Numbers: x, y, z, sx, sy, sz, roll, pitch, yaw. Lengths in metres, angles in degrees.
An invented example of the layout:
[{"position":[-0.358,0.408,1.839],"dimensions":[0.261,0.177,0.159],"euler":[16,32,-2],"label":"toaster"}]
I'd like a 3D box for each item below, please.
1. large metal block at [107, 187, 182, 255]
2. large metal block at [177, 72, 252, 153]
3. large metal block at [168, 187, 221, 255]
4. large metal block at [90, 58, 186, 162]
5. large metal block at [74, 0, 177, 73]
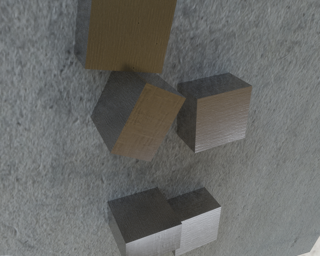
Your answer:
[{"position":[-0.024,0.139,0.446],"dimensions":[0.081,0.080,0.050],"euler":[-12,124,-22],"label":"large metal block"},{"position":[0.071,-0.022,0.418],"dimensions":[0.081,0.050,0.079],"euler":[-15,125,-20],"label":"large metal block"},{"position":[0.050,0.156,0.517],"dimensions":[0.081,0.050,0.079],"euler":[-14,124,-21],"label":"large metal block"},{"position":[-0.028,-0.022,0.344],"dimensions":[0.050,0.080,0.080],"euler":[17,109,-35],"label":"large metal block"},{"position":[-0.037,-0.103,0.308],"dimensions":[0.081,0.050,0.079],"euler":[-2,119,-28],"label":"large metal block"}]
